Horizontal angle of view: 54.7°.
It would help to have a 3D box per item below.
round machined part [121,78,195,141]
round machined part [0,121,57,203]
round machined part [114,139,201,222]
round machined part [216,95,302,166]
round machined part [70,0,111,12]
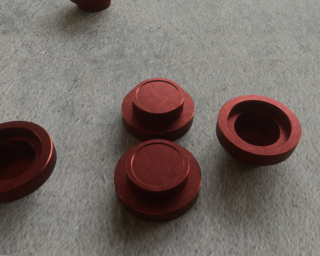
[{"bbox_3d":[-0.003,-0.030,0.418,0.099,0.042,0.098,0,50,0],"label":"round machined part"},{"bbox_3d":[-0.169,0.042,0.355,0.099,0.042,0.098,0,50,0],"label":"round machined part"},{"bbox_3d":[-0.003,0.051,0.349,0.099,0.042,0.098,0,50,0],"label":"round machined part"},{"bbox_3d":[0.119,0.007,0.388,0.099,0.042,0.098,0,50,0],"label":"round machined part"},{"bbox_3d":[-0.134,-0.267,0.615,0.099,0.042,0.098,0,50,0],"label":"round machined part"}]
